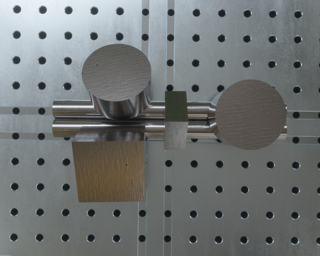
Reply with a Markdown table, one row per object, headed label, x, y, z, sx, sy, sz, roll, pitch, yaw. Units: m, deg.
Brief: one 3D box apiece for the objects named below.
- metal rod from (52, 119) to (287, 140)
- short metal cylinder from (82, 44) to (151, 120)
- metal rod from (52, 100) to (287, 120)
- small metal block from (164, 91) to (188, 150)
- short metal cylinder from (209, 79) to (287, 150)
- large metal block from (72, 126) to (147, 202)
| label | x | y | z | sx | sy | sz | roll | pitch | yaw |
| --- | --- | --- | --- | --- | --- | --- | --- | --- | --- |
| metal rod | 0.013 | 0.002 | 0.410 | 0.302 | 0.025 | 0.025 | 1 | 90 | 0 |
| short metal cylinder | -0.051 | -0.056 | 0.383 | 0.081 | 0.050 | 0.080 | 0 | 66 | -1 |
| metal rod | 0.013 | -0.023 | 0.410 | 0.302 | 0.025 | 0.025 | 1 | 90 | 0 |
| small metal block | 0.018 | -0.009 | 0.369 | 0.025 | 0.050 | 0.050 | 1 | 48 | 0 |
| short metal cylinder | 0.102 | -0.015 | 0.373 | 0.081 | 0.050 | 0.079 | 0 | 90 | 0 |
| large metal block | -0.058 | 0.043 | 0.383 | 0.081 | 0.050 | 0.079 | -1 | 110 | 0 |
